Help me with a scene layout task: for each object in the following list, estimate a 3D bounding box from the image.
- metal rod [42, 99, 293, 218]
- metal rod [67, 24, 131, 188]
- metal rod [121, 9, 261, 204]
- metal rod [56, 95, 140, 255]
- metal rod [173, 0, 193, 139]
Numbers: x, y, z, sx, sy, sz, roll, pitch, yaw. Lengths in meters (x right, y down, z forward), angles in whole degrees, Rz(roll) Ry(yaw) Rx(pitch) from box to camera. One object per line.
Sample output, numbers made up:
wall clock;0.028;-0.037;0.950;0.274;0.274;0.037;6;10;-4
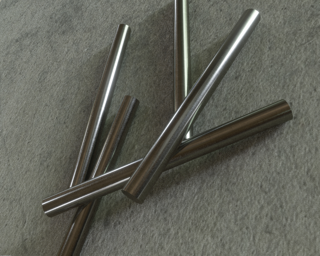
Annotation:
metal rod;0.003;0.038;0.358;0.301;0.025;0.025;-23;53;6
metal rod;-0.087;-0.041;0.472;0.025;0.025;0.299;-4;60;26
metal rod;0.050;-0.043;0.370;0.025;0.025;0.301;17;60;34
metal rod;-0.088;0.090;0.392;0.025;0.025;0.300;6;64;30
metal rod;0.032;-0.110;0.453;0.025;0.025;0.299;-12;57;21
